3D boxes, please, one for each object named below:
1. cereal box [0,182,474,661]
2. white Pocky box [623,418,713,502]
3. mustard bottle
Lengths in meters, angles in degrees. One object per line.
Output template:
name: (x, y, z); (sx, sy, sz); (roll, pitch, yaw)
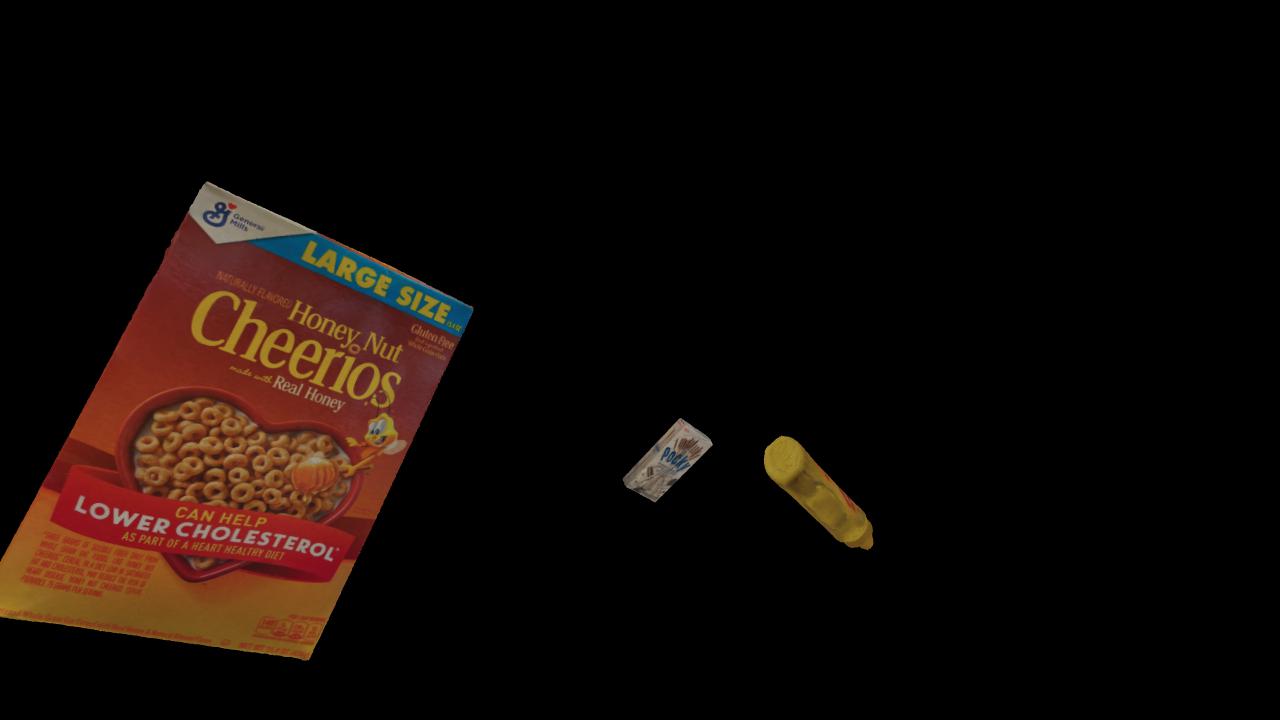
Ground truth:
cereal box: (-0.287, 0.051, 0.467); (0.203, 0.306, 0.081); (28, -8, -30)
white Pocky box: (0.049, 0.179, 1.089); (0.084, 0.154, 0.028); (36, 12, -35)
mustard bottle: (0.233, 0.178, 0.770); (0.184, 0.054, 0.092); (44, 5, -17)
